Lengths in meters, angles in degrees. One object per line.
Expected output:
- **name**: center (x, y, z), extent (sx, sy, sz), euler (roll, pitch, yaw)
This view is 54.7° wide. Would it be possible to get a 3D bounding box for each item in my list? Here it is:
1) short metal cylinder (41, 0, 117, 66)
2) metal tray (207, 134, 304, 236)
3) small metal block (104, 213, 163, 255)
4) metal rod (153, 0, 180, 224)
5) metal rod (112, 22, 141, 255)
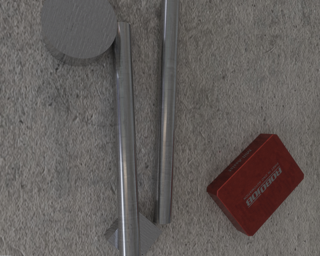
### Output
- **short metal cylinder**: center (-0.095, -0.116, 0.360), extent (0.081, 0.050, 0.079), euler (0, 90, -20)
- **metal tray**: center (0.144, 0.081, 0.460), extent (0.130, 0.030, 0.090), euler (-41, 103, -15)
- **small metal block**: center (-0.034, 0.134, 0.397), extent (0.050, 0.025, 0.050), euler (45, 76, -15)
- **metal rod**: center (0.009, -0.026, 0.412), extent (0.025, 0.025, 0.298), euler (2, 89, -20)
- **metal rod**: center (-0.042, 0.020, 0.377), extent (0.025, 0.025, 0.298), euler (-1, 84, -20)
